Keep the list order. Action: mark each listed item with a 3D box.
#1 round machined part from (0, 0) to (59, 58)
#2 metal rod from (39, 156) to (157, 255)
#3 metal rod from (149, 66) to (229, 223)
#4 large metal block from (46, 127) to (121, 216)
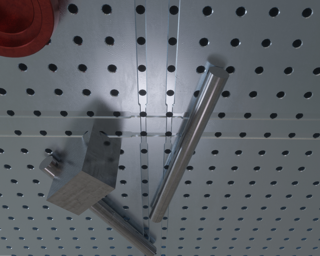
[{"bbox_3d":[-0.146,-0.121,0.296,0.099,0.042,0.097,0,130,0],"label":"round machined part"},{"bbox_3d":[-0.092,0.149,0.537,0.025,0.025,0.300,-24,127,19],"label":"metal rod"},{"bbox_3d":[0.031,0.046,0.450,0.025,0.025,0.298,11,129,-10],"label":"metal rod"},{"bbox_3d":[-0.102,0.059,0.425,0.050,0.080,0.080,36,121,-27],"label":"large metal block"}]
